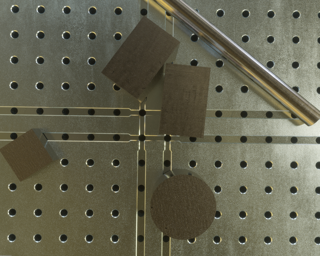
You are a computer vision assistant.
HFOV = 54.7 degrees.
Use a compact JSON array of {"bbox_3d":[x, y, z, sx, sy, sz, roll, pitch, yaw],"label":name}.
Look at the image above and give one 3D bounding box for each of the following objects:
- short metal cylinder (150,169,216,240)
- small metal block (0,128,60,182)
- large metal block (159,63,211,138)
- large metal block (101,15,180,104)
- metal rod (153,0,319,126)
[{"bbox_3d":[0.028,0.096,0.401,0.081,0.050,0.079,0,90,-1],"label":"short metal cylinder"},{"bbox_3d":[-0.172,0.035,0.411,0.050,0.025,0.050,-33,90,0],"label":"small metal block"},{"bbox_3d":[0.028,-0.031,0.386,0.050,0.080,0.079,6,90,0],"label":"large metal block"},{"bbox_3d":[-0.022,-0.079,0.386,0.050,0.080,0.080,37,90,-1],"label":"large metal block"},{"bbox_3d":[0.091,-0.106,0.414,0.300,0.025,0.025,39,90,-1],"label":"metal rod"}]
